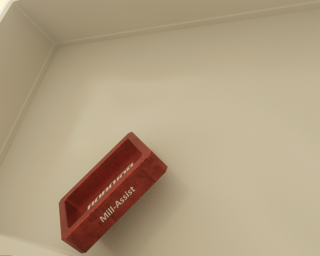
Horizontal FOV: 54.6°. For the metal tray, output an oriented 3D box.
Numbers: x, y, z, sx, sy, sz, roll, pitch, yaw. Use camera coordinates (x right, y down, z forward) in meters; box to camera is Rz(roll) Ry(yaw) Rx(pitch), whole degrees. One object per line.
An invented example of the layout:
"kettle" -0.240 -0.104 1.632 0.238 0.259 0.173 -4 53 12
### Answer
"metal tray" -0.060 0.069 0.366 0.130 0.030 0.090 -45 24 -5
